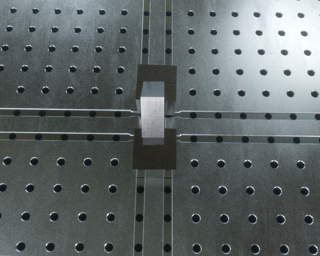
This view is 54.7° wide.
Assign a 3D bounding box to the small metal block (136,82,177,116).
[{"bbox_3d":[-0.005,-0.038,0.412,0.050,0.050,0.025,2,70,0],"label":"small metal block"}]

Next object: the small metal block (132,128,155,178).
[{"bbox_3d":[-0.019,0.032,0.386,0.025,0.050,0.050,1,70,0],"label":"small metal block"}]

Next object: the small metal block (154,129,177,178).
[{"bbox_3d":[0.007,0.032,0.385,0.025,0.050,0.050,1,70,0],"label":"small metal block"}]

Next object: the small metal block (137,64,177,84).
[{"bbox_3d":[-0.004,-0.062,0.420,0.050,0.050,0.025,2,70,0],"label":"small metal block"}]

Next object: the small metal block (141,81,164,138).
[{"bbox_3d":[-0.008,-0.023,0.363,0.025,0.050,0.050,0,28,1],"label":"small metal block"}]
